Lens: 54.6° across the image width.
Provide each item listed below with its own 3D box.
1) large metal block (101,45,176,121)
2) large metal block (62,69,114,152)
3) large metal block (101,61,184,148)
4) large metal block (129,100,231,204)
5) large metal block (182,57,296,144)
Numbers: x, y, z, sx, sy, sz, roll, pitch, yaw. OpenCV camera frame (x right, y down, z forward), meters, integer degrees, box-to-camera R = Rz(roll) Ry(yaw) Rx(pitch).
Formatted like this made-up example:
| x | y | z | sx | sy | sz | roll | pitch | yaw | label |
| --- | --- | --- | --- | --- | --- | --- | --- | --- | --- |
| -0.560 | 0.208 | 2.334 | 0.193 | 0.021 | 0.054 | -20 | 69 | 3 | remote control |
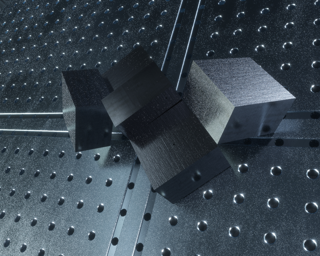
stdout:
| x | y | z | sx | sy | sz | roll | pitch | yaw | label |
| --- | --- | --- | --- | --- | --- | --- | --- | --- | --- |
| -0.032 | -0.059 | 0.446 | 0.080 | 0.050 | 0.080 | -37 | 52 | 5 | large metal block |
| -0.103 | -0.026 | 0.435 | 0.050 | 0.079 | 0.080 | -10 | 47 | -25 | large metal block |
| -0.013 | -0.023 | 0.394 | 0.080 | 0.080 | 0.050 | -36 | 52 | 4 | large metal block |
| 0.022 | 0.028 | 0.364 | 0.080 | 0.050 | 0.080 | -35 | 50 | 5 | large metal block |
| 0.083 | -0.034 | 0.343 | 0.081 | 0.050 | 0.080 | -9 | 47 | -26 | large metal block |
